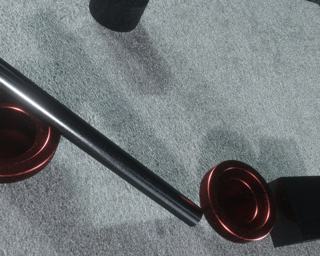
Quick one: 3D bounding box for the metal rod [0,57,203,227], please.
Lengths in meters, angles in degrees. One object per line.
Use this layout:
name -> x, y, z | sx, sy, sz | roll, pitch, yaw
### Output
metal rod -> -0.068, 0.014, 0.314 | 0.301, 0.025, 0.025 | 39, 50, -19

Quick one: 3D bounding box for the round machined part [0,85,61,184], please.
round machined part -> -0.152, 0.009, 0.306 | 0.099, 0.042, 0.098 | 14, 56, -21

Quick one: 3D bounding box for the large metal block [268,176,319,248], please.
large metal block -> 0.189, 0.112, 0.421 | 0.081, 0.050, 0.080 | 3, 60, -27

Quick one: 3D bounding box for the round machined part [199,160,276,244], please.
round machined part -> 0.091, 0.093, 0.385 | 0.099, 0.042, 0.098 | 14, 56, -21

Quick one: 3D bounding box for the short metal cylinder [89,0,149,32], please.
short metal cylinder -> -0.062, -0.194, 0.473 | 0.081, 0.050, 0.080 | 14, 56, -21
